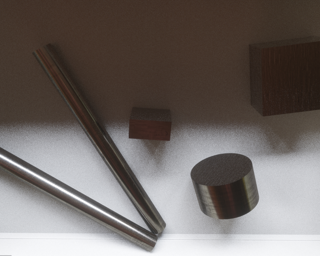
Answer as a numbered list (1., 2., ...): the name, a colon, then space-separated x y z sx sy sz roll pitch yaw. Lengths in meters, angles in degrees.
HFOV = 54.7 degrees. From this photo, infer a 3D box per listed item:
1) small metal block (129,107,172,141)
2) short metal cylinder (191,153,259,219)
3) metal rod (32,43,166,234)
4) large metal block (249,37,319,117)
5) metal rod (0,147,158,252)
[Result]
1. small metal block: -0.012 -0.006 0.396 0.050 0.050 0.025 4 110 -2
2. short metal cylinder: 0.086 0.075 0.411 0.080 0.080 0.050 -15 110 5
3. metal rod: -0.073 0.027 0.420 0.025 0.025 0.299 -27 108 9
4. large metal block: 0.157 -0.064 0.377 0.080 0.050 0.079 -7 110 2
5. metal rod: -0.137 0.090 0.432 0.301 0.025 0.025 32 107 -8
